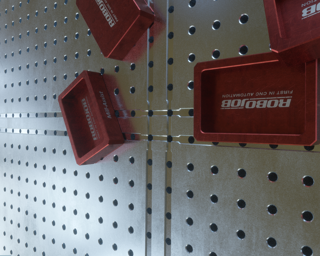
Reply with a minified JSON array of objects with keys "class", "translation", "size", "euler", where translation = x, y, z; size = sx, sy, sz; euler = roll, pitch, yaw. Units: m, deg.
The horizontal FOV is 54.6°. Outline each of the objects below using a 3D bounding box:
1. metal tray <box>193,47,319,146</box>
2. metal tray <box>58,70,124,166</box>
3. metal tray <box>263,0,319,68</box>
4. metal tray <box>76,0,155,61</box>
[{"class":"metal tray","translation":[0.098,-0.029,0.325],"size":[0.130,0.030,0.090],"euler":[1,90,40]},{"class":"metal tray","translation":[-0.115,-0.016,0.502],"size":[0.090,0.030,0.130],"euler":[-34,69,35]},{"class":"metal tray","translation":[0.155,-0.113,0.254],"size":[0.130,0.030,0.090],"euler":[-16,62,34]},{"class":"metal tray","translation":[-0.072,-0.178,0.467],"size":[0.090,0.030,0.130],"euler":[-44,64,31]}]
